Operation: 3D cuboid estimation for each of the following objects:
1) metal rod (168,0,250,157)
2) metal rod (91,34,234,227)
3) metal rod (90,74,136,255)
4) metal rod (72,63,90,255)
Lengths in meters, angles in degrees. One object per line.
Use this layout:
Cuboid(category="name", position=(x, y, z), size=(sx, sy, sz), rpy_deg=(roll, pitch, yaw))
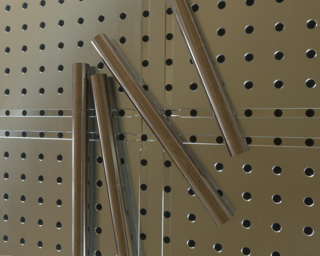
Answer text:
Cuboid(category="metal rod", position=(0.046, -0.108, 0.395), size=(0.025, 0.025, 0.299), rpy_deg=(-23, 83, 18))
Cuboid(category="metal rod", position=(-0.003, -0.006, 0.412), size=(0.025, 0.025, 0.299), rpy_deg=(-38, 78, 16))
Cuboid(category="metal rod", position=(-0.063, 0.073, 0.433), size=(0.025, 0.025, 0.298), rpy_deg=(-11, 87, 19))
Cuboid(category="metal rod", position=(-0.115, 0.056, 0.451), size=(0.025, 0.025, 0.298), rpy_deg=(0, 90, 19))
